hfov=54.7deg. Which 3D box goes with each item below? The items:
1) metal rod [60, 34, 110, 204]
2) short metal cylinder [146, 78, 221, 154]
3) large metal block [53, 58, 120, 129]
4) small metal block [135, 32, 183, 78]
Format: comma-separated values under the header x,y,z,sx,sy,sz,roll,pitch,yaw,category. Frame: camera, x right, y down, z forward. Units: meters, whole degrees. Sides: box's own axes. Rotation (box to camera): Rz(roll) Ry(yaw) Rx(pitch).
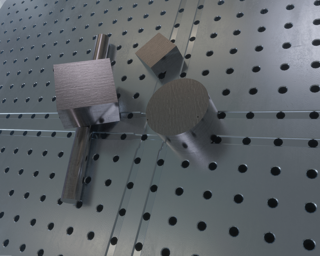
x,y,z,sx,sy,sz,roll,pitch,yaw,category
-0.111,-0.032,0.486,0.025,0.025,0.299,-10,57,22,metal rod
0.029,-0.015,0.386,0.080,0.050,0.080,-13,56,21,short metal cylinder
-0.106,-0.051,0.453,0.081,0.050,0.080,-9,61,-10,large metal block
-0.002,-0.113,0.479,0.050,0.025,0.050,-41,51,0,small metal block
